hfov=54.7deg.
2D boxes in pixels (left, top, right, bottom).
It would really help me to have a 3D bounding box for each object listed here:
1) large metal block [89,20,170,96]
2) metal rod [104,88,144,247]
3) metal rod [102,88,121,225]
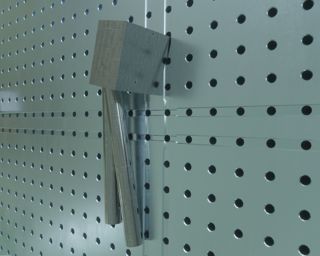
[{"bbox_3d":[-0.038,-0.089,0.403,0.050,0.081,0.079,18,101,38],"label":"large metal block"},{"bbox_3d":[-0.057,0.016,0.440,0.025,0.025,0.298,-9,88,39],"label":"metal rod"},{"bbox_3d":[-0.073,-0.008,0.467,0.025,0.025,0.298,-2,88,39],"label":"metal rod"}]
